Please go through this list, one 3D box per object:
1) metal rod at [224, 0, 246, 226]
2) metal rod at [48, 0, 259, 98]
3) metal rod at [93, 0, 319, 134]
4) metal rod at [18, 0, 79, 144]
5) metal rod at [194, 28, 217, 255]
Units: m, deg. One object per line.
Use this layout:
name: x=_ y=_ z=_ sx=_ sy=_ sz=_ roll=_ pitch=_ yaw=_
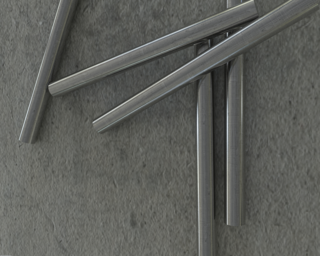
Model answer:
metal rod: x=0.091 y=-0.034 z=0.376 sx=0.025 sy=0.025 sz=0.298 roll=0 pitch=90 yaw=19
metal rod: x=-0.026 y=-0.093 z=0.399 sx=0.300 sy=0.025 sz=0.025 roll=-15 pitch=85 yaw=25
metal rod: x=0.033 y=-0.065 z=0.371 sx=0.300 sy=0.025 sz=0.025 roll=-28 pitch=81 yaw=27
metal rod: x=-0.157 y=-0.120 z=0.462 sx=0.025 sy=0.025 sz=0.298 roll=21 pitch=97 yaw=18
metal rod: x=0.057 y=0.026 z=0.388 sx=0.025 sy=0.025 sz=0.298 roll=-1 pitch=90 yaw=19
